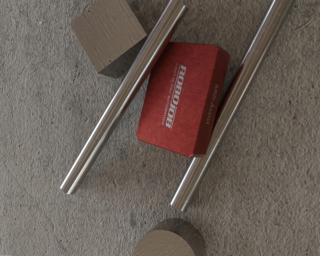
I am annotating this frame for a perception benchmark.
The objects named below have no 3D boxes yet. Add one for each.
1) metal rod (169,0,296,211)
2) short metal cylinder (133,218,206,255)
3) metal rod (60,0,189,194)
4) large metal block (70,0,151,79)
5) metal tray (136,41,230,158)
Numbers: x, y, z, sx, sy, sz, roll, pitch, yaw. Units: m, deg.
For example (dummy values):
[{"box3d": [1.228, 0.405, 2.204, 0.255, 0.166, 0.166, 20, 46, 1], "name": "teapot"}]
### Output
[{"box3d": [0.087, -0.033, 0.377, 0.025, 0.025, 0.298, 28, 99, 17], "name": "metal rod"}, {"box3d": [0.013, 0.161, 0.390, 0.080, 0.050, 0.079, 0, 90, 19], "name": "short metal cylinder"}, {"box3d": [-0.056, -0.028, 0.407, 0.025, 0.025, 0.298, 40, 110, 15], "name": "metal rod"}, {"box3d": [-0.059, -0.125, 0.415, 0.080, 0.050, 0.080, -33, 80, 16], "name": "large metal block"}, {"box3d": [0.026, -0.037, 0.382, 0.090, 0.030, 0.129, 17, 96, 37], "name": "metal tray"}]
